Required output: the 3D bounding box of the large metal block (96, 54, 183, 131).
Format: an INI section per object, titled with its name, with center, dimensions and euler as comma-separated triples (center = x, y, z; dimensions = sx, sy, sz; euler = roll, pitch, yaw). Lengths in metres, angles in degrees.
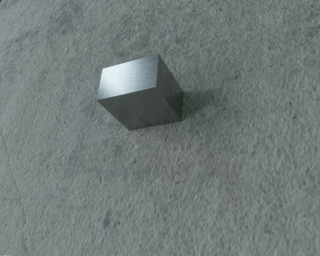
[large metal block]
center = -0.023, -0.043, 0.405
dimensions = 0.080, 0.080, 0.050
euler = -10, 58, 23
